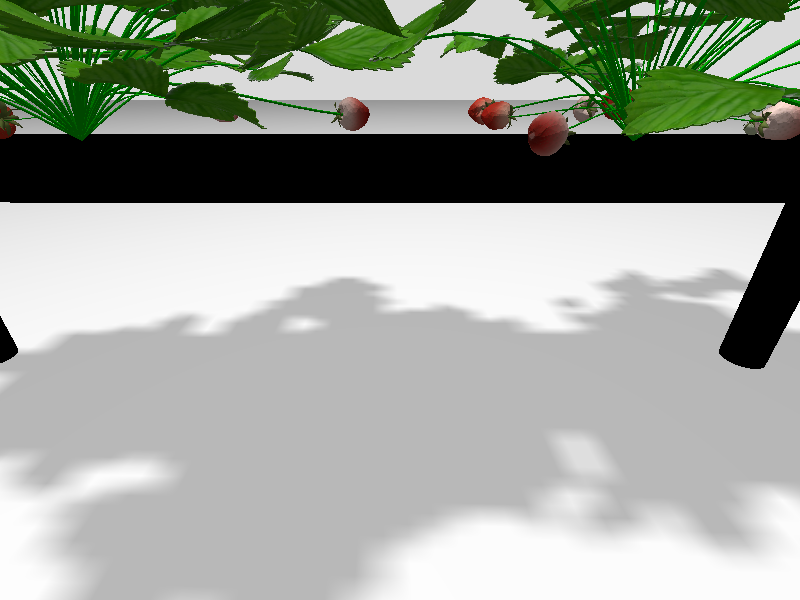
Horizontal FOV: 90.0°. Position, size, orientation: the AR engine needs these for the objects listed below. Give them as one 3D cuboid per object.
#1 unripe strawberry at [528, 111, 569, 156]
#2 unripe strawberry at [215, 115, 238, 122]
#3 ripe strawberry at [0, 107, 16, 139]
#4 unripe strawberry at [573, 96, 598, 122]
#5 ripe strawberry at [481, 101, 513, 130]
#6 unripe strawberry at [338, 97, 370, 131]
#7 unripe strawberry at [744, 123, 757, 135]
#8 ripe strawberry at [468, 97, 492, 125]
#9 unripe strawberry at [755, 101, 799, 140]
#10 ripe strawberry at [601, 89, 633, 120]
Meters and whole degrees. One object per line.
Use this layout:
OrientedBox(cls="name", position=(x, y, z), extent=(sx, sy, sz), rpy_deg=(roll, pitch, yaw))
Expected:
OrientedBox(cls="unripe strawberry", position=(0.089, -0.102, 0.248), extent=(0.027, 0.026, 0.025), rpy_deg=(-22, 35, -34))
OrientedBox(cls="unripe strawberry", position=(-0.210, -0.232, 0.481), extent=(0.037, 0.032, 0.037), rpy_deg=(7, 28, 13))
OrientedBox(cls="ripe strawberry", position=(-0.346, -0.152, 0.335), extent=(0.034, 0.033, 0.032), rpy_deg=(5, 28, 10))
OrientedBox(cls="unripe strawberry", position=(0.226, -0.234, 0.489), extent=(0.026, 0.030, 0.029), rpy_deg=(5, 21, 9))
OrientedBox(cls="ripe strawberry", position=(0.094, -0.181, 0.393), extent=(0.030, 0.025, 0.030), rpy_deg=(21, 34, 35))
OrientedBox(cls="unripe strawberry", position=(-0.046, -0.190, 0.409), extent=(0.032, 0.031, 0.030), rpy_deg=(-12, 30, -22))
OrientedBox(cls="unripe strawberry", position=(0.312, -0.152, 0.353), extent=(0.013, 0.013, 0.012), rpy_deg=(-37, 31, 4))
OrientedBox(cls="ripe strawberry", position=(0.092, -0.215, 0.455), extent=(0.031, 0.028, 0.028), rpy_deg=(-17, 32, -29))
OrientedBox(cls="unripe strawberry", position=(0.298, -0.139, 0.310), extent=(0.033, 0.029, 0.033), rpy_deg=(3, 28, 5))
OrientedBox(cls="ripe strawberry", position=(0.274, -0.245, 0.502), extent=(0.042, 0.037, 0.038), rpy_deg=(11, 20, 19))
